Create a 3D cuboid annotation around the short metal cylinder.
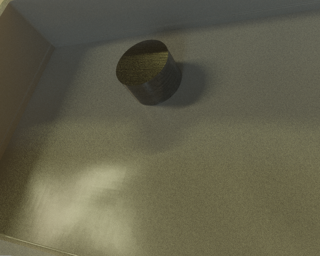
[{"bbox_3d":[-0.015,-0.079,0.445,0.080,0.050,0.080,-13,56,20],"label":"short metal cylinder"}]
